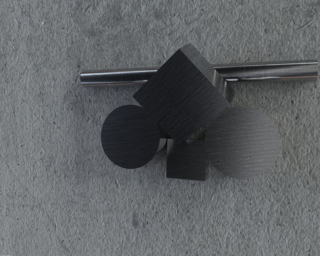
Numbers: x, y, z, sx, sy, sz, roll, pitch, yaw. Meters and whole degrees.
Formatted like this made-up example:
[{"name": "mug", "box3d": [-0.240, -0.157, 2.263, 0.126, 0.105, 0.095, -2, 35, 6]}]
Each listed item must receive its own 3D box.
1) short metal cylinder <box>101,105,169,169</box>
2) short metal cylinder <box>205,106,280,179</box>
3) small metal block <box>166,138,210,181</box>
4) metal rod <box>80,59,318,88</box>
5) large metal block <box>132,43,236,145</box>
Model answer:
[{"name": "short metal cylinder", "box3d": [-0.029, 0.011, 0.406, 0.080, 0.050, 0.079, 0, 90, 20]}, {"name": "short metal cylinder", "box3d": [0.097, 0.016, 0.362, 0.080, 0.050, 0.079, 0, 90, 20]}, {"name": "small metal block", "box3d": [0.037, 0.039, 0.398, 0.050, 0.025, 0.050, 2, 91, 20]}, {"name": "metal rod", "box3d": [0.034, -0.068, 0.398, 0.301, 0.025, 0.025, 1, 91, 19]}, {"name": "large metal block", "box3d": [0.029, -0.040, 0.368, 0.080, 0.050, 0.080, 47, 119, -3]}]
